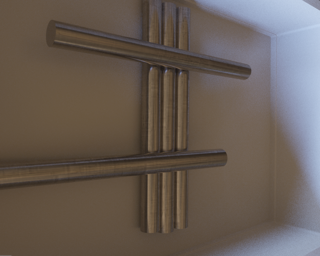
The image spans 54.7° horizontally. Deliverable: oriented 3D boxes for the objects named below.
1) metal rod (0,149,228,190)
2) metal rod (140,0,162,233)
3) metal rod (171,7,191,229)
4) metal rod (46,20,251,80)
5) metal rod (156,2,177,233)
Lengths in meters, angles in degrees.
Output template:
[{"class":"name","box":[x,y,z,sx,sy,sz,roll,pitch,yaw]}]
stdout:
[{"class":"metal rod","box":[-0.043,0.042,0.346,0.303,0.025,0.025,-1,91,-33]},{"class":"metal rod","box":[-0.011,-0.019,0.396,0.025,0.025,0.298,1,90,-40]},{"class":"metal rod","box":[0.028,-0.014,0.427,0.025,0.025,0.298,1,89,-40]},{"class":"metal rod","box":[0.015,-0.087,0.384,0.302,0.025,0.025,0,90,-40]},{"class":"metal rod","box":[0.008,-0.014,0.412,0.025,0.025,0.298,1,89,-40]}]
